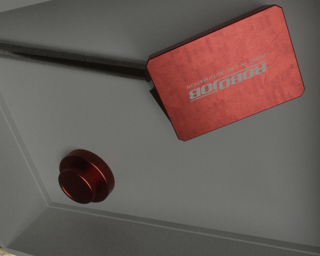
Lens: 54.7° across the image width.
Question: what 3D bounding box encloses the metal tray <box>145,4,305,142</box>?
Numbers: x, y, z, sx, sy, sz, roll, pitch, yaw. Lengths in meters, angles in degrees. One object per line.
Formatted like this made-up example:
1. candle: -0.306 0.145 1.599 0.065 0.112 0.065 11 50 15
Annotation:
1. metal tray: 0.063 -0.052 0.304 0.130 0.030 0.090 -22 109 8

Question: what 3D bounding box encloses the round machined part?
1. round machined part: -0.129 0.088 0.518 0.098 0.042 0.097 13 124 20

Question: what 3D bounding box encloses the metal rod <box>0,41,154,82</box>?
1. metal rod: -0.150 -0.097 0.425 0.301 0.025 0.025 12 124 21

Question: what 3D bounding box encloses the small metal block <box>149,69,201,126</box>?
1. small metal block: 0.021 -0.037 0.357 0.025 0.050 0.050 -26 105 36
